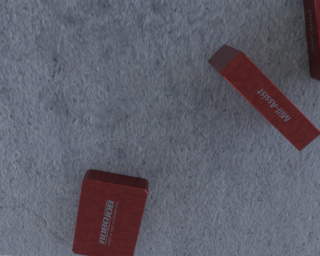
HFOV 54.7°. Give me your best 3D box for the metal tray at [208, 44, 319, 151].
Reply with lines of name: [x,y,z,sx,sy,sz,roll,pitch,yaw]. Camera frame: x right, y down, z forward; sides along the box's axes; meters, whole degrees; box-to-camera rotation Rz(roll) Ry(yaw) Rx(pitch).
metal tray: [0.118,-0.039,0.362,0.130,0.090,0.030,41,105,-14]

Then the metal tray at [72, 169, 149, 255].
metal tray: [-0.073,0.130,0.454,0.091,0.030,0.129,11,110,-5]

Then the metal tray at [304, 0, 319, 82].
metal tray: [0.223,-0.126,0.364,0.090,0.030,0.129,-14,110,4]
